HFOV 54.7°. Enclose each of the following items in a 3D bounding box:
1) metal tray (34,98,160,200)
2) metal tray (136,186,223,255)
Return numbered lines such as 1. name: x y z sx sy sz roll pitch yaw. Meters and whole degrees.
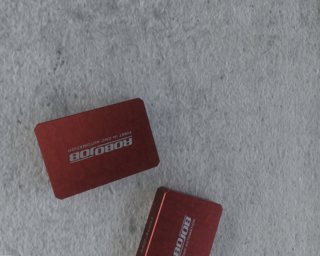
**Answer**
1. metal tray: -0.074 0.022 0.380 0.131 0.030 0.089 -17 96 -20
2. metal tray: 0.023 0.153 0.416 0.091 0.030 0.129 20 83 -19
